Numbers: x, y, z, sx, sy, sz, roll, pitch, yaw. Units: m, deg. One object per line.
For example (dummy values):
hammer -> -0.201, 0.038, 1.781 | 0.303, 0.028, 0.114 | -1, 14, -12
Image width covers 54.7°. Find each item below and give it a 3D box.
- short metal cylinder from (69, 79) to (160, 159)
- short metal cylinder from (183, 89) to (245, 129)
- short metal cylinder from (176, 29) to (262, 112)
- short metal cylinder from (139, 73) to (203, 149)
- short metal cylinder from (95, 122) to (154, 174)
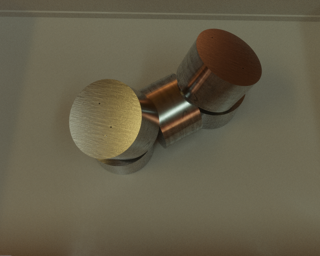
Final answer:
short metal cylinder -> -0.047, -0.007, 0.328 | 0.080, 0.050, 0.080 | -2, 83, 19
short metal cylinder -> 0.068, -0.044, 0.412 | 0.081, 0.050, 0.080 | 0, 70, 0
short metal cylinder -> 0.066, -0.065, 0.350 | 0.081, 0.050, 0.080 | 12, 55, -18
short metal cylinder -> 0.010, -0.021, 0.386 | 0.050, 0.080, 0.080 | -28, 73, -10
short metal cylinder -> -0.048, 0.014, 0.389 | 0.081, 0.050, 0.080 | 0, 70, 0
